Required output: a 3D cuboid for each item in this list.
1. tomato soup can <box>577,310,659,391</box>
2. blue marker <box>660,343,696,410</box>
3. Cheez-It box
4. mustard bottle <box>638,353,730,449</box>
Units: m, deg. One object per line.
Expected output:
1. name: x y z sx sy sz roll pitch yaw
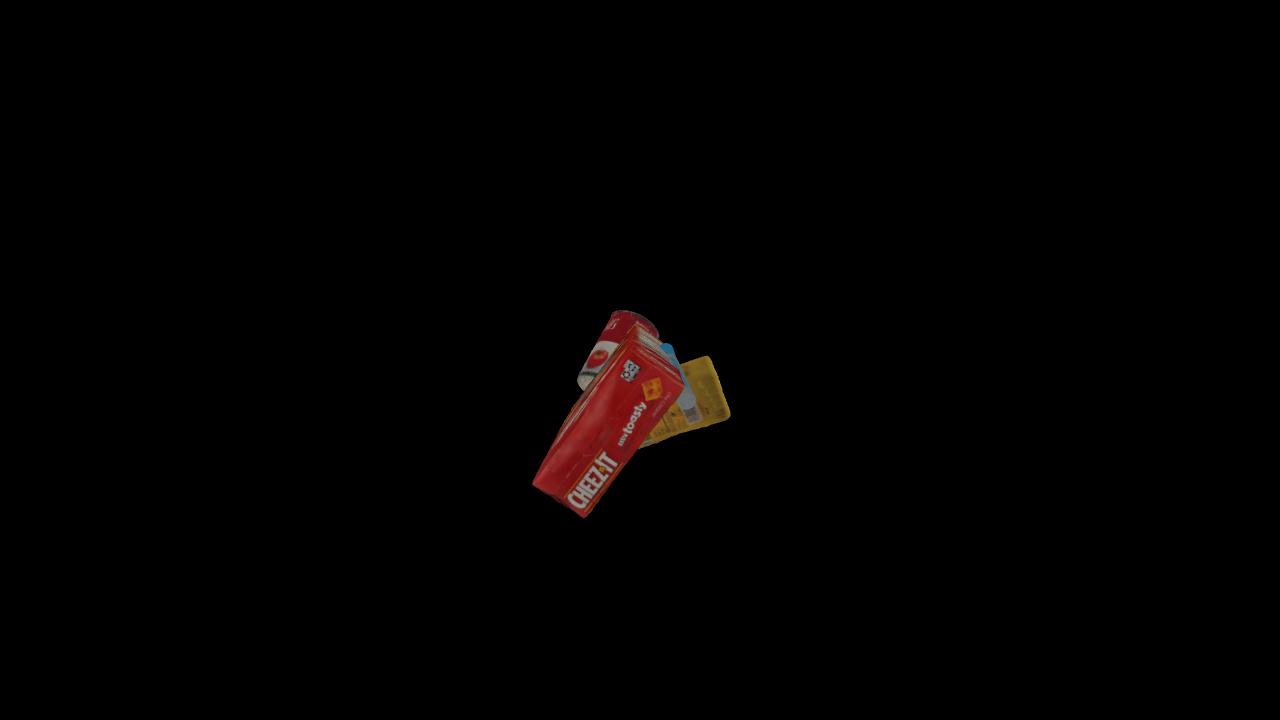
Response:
1. tomato soup can: -0.026 -0.001 0.752 0.068 0.101 0.068 21 -27 11
2. blue marker: 0.037 0.014 0.647 0.020 0.020 0.121 0 26 -9
3. Cheez-It box: -0.029 0.052 0.678 0.071 0.166 0.223 35 8 -5
4. mustard bottle: 0.005 0.061 0.693 0.184 0.054 0.092 -20 -40 5
